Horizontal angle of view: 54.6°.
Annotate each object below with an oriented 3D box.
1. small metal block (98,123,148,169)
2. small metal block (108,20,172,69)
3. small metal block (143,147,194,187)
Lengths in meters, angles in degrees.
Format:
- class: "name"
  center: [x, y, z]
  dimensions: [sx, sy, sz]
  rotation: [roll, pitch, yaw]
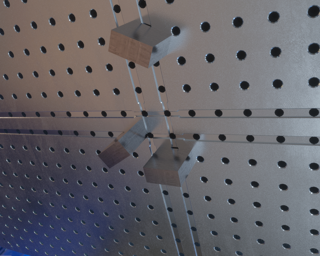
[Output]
- class: "small metal block"
  center: [-0.052, 0.025, 0.439]
  dimensions: [0.050, 0.050, 0.025]
  rotation: [-34, 99, 38]
- class: "small metal block"
  center: [-0.022, -0.095, 0.348]
  dimensions: [0.050, 0.050, 0.025]
  rotation: [25, 127, 12]
- class: "small metal block"
  center: [0.013, 0.052, 0.421]
  dimensions: [0.050, 0.050, 0.025]
  rotation: [3, 120, 27]
